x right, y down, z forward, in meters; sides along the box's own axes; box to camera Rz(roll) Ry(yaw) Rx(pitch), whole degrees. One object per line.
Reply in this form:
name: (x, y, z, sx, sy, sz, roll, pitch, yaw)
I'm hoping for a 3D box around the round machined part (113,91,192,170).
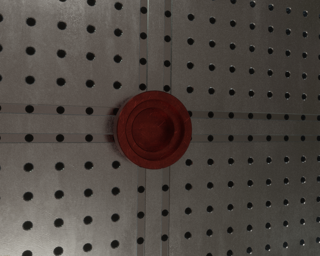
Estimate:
round machined part: (-0.012, 0.002, 0.400, 0.099, 0.042, 0.097, 0, 90, -21)
